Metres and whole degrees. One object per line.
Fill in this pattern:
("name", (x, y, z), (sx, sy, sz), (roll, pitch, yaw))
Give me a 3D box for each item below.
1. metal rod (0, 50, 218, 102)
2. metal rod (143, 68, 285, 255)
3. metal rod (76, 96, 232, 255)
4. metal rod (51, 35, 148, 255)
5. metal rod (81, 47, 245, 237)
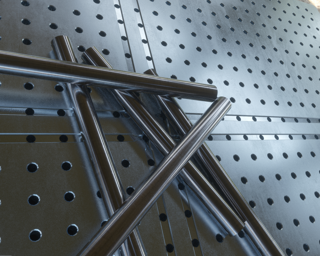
("metal rod", (-0.059, -0.061, 0.383), (0.302, 0.025, 0.025), (5, 60, -26))
("metal rod", (0.063, 0.044, 0.417), (0.025, 0.025, 0.299), (-25, 76, -37))
("metal rod", (0.009, 0.047, 0.353), (0.025, 0.025, 0.302), (44, 51, 2))
("metal rod", (-0.075, 0.016, 0.358), (0.025, 0.025, 0.299), (-10, 67, -33))
("metal rod", (0.000, 0.012, 0.401), (0.025, 0.025, 0.300), (-35, 81, -39))
